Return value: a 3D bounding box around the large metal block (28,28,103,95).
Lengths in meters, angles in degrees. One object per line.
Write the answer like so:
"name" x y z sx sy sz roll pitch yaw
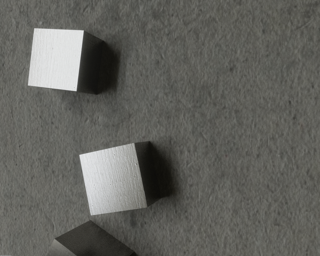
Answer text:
"large metal block" -0.133 -0.093 0.441 0.080 0.050 0.079 9 93 19

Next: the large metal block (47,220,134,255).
"large metal block" -0.094 0.177 0.412 0.080 0.080 0.050 29 100 17

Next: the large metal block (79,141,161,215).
"large metal block" -0.052 0.065 0.413 0.080 0.050 0.080 -13 86 19
